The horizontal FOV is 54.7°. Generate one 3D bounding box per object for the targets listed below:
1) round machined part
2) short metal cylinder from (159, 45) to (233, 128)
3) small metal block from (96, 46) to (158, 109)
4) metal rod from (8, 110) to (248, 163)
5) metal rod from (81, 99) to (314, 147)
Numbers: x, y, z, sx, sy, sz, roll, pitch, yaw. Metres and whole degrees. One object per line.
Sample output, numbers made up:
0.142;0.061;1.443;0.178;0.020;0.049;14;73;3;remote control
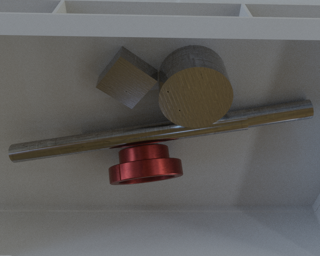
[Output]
-0.020;0.049;0.419;0.099;0.042;0.098;-7;166;-2;round machined part
0.039;-0.047;0.354;0.081;0.050;0.079;0;130;0;short metal cylinder
-0.038;-0.057;0.360;0.050;0.025;0.050;31;123;-24;small metal block
-0.044;0.012;0.392;0.302;0.025;0.025;-8;130;6;metal rod
0.041;-0.001;0.408;0.302;0.025;0.025;-9;130;6;metal rod
